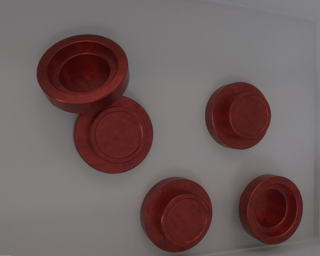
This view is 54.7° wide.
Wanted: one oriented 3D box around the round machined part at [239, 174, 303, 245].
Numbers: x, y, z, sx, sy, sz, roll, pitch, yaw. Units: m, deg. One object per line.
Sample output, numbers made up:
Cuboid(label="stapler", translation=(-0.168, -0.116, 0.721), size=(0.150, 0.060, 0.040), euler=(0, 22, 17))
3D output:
Cuboid(label="round machined part", translation=(0.158, 0.117, 0.460), size=(0.099, 0.042, 0.097), euler=(0, 90, -20))

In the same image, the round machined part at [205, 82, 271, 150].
Cuboid(label="round machined part", translation=(0.118, -0.017, 0.445), size=(0.099, 0.042, 0.097), euler=(0, 90, -20))

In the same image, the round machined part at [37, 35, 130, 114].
Cuboid(label="round machined part", translation=(-0.084, -0.057, 0.354), size=(0.099, 0.042, 0.098), euler=(0, 60, 0))

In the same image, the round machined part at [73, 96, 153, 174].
Cuboid(label="round machined part", translation=(-0.055, 0.008, 0.381), size=(0.099, 0.042, 0.097), euler=(0, 90, -20))

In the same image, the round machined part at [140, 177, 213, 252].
Cuboid(label="round machined part", translation=(0.027, 0.117, 0.412), size=(0.099, 0.042, 0.097), euler=(0, 90, -20))
